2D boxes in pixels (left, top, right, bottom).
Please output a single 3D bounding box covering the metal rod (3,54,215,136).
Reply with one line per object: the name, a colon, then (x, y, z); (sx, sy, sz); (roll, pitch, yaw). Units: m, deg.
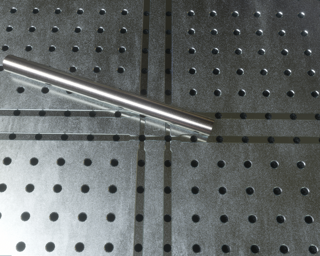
metal rod: (-0.074, -0.047, 0.427); (0.301, 0.025, 0.025); (18, 71, 6)
